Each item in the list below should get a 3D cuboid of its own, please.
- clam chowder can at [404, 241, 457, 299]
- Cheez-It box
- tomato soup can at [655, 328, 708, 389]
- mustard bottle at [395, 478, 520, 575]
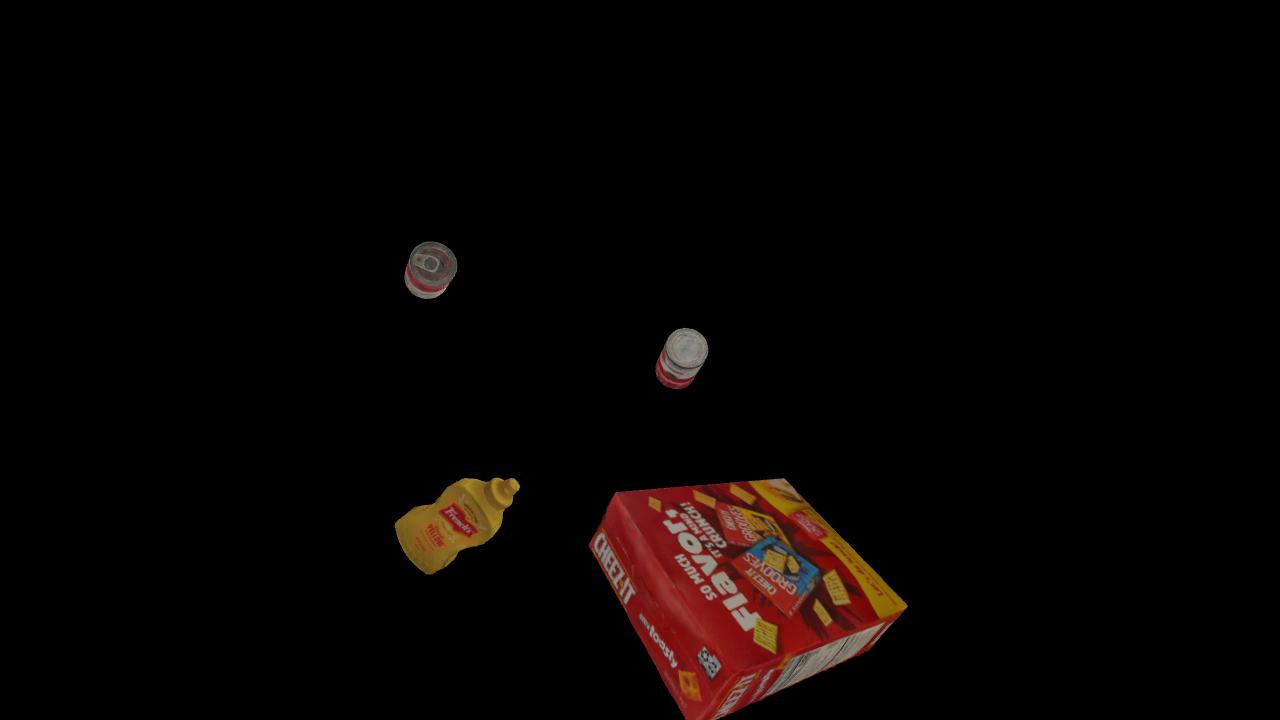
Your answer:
[{"bbox_3d":[-0.320,-0.134,0.935,0.068,0.068,0.102,0,-6,-25],"label":"clam chowder can"},{"bbox_3d":[0.091,0.183,0.517,0.223,0.071,0.166,4,31,-39],"label":"Cheez-It box"},{"bbox_3d":[0.065,-0.001,0.963,0.068,0.068,0.101,0,-20,-8],"label":"tomato soup can"},{"bbox_3d":[-0.236,0.209,0.825,0.184,0.092,0.054,-33,-5,15],"label":"mustard bottle"}]
